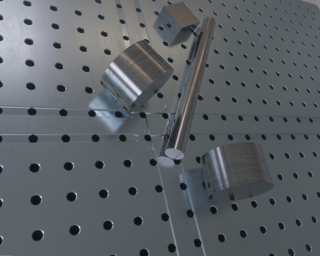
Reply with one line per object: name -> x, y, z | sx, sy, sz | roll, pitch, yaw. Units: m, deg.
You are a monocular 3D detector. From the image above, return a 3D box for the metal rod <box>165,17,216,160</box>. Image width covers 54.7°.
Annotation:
metal rod -> 0.055, -0.081, 0.487 | 0.025, 0.025, 0.300 | 27, 52, -12

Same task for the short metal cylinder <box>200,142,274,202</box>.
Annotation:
short metal cylinder -> 0.095, 0.057, 0.389 | 0.081, 0.080, 0.050 | 5, 60, -26

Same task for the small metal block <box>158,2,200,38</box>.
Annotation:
small metal block -> 0.033, -0.190, 0.542 | 0.050, 0.025, 0.050 | -31, 79, -38

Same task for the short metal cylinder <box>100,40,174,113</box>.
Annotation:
short metal cylinder -> -0.029, -0.065, 0.397 | 0.050, 0.080, 0.080 | 46, 51, 3
